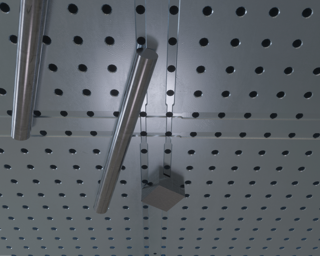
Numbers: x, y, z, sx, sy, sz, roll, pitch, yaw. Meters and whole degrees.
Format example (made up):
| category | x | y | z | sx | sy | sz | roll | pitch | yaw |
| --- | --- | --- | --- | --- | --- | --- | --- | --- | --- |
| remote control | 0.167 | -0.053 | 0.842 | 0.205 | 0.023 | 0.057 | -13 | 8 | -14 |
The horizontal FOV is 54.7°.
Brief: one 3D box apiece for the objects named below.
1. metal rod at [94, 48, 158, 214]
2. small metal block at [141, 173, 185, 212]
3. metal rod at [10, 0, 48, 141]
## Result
| category | x | y | z | sx | sy | sz | roll | pitch | yaw |
| --- | --- | --- | --- | --- | --- | --- | --- | --- | --- |
| metal rod | -0.057 | 0.027 | 0.433 | 0.025 | 0.025 | 0.298 | 13 | 129 | -11 |
| small metal block | 0.005 | 0.105 | 0.501 | 0.050 | 0.025 | 0.050 | 28 | 125 | -22 |
| metal rod | -0.136 | -0.099 | 0.326 | 0.025 | 0.025 | 0.298 | 15 | 129 | -13 |
